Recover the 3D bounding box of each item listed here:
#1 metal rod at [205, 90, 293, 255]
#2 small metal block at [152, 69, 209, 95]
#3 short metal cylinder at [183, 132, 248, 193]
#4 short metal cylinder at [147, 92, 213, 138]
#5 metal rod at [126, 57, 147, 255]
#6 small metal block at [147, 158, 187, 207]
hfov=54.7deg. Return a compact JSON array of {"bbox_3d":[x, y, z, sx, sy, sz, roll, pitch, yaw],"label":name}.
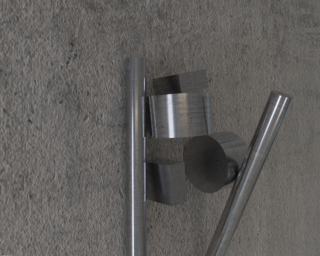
[{"bbox_3d":[0.103,0.095,0.410,0.025,0.025,0.298,-4,119,-40],"label":"metal rod"},{"bbox_3d":[0.027,-0.059,0.411,0.050,0.050,0.025,-18,102,-39],"label":"small metal block"},{"bbox_3d":[0.079,0.047,0.435,0.050,0.080,0.079,-6,94,-40],"label":"short metal cylinder"},{"bbox_3d":[0.025,-0.017,0.390,0.081,0.080,0.050,-7,95,-40],"label":"short metal cylinder"},{"bbox_3d":[-0.029,0.065,0.380,0.025,0.025,0.298,-1,90,-40],"label":"metal rod"},{"bbox_3d":[0.006,0.067,0.394,0.025,0.050,0.050,-8,95,-40],"label":"small metal block"}]
